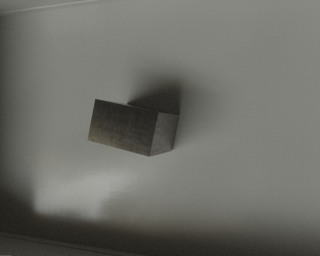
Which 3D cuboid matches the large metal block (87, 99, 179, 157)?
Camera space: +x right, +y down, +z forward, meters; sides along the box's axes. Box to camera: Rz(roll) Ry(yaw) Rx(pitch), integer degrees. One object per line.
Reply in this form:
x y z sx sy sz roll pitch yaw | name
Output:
-0.030 -0.001 0.388 0.080 0.080 0.050 13 95 19 | large metal block
